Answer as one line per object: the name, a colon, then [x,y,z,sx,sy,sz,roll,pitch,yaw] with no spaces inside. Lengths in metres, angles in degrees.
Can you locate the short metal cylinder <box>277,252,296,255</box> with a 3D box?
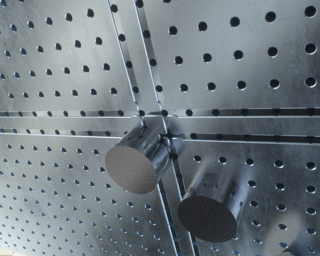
short metal cylinder: [0.176,0.217,0.417,0.050,0.080,0.080,37,129,3]

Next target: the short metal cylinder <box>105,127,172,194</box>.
short metal cylinder: [-0.030,0.046,0.438,0.080,0.050,0.079,13,124,20]

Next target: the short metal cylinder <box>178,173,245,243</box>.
short metal cylinder: [0.071,0.109,0.424,0.080,0.050,0.079,13,123,20]
